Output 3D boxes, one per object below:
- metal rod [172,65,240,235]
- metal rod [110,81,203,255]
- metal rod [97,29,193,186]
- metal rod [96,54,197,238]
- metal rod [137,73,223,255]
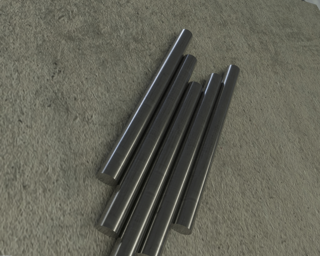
[{"bbox_3d":[0.075,0.008,0.442,0.025,0.025,0.301,32,52,-8],"label":"metal rod"},{"bbox_3d":[0.003,0.045,0.381,0.025,0.025,0.301,32,51,-8],"label":"metal rod"},{"bbox_3d":[-0.007,-0.050,0.433,0.025,0.025,0.301,32,52,-8],"label":"metal rod"},{"bbox_3d":[-0.003,-0.002,0.406,0.025,0.025,0.301,32,51,-8],"label":"metal rod"},{"bbox_3d":[0.038,0.028,0.410,0.025,0.025,0.301,32,52,-8],"label":"metal rod"}]
